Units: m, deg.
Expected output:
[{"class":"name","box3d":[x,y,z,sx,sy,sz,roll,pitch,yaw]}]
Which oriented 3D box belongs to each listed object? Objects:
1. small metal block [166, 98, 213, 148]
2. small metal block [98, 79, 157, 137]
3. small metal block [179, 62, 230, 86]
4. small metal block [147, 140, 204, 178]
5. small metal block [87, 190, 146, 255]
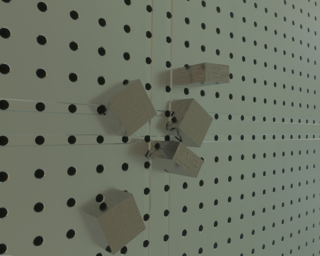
[{"class":"small metal block","box3d":[0.044,-0.007,0.445,0.050,0.025,0.050,42,65,-32]},{"class":"small metal block","box3d":[-0.038,-0.024,0.376,0.050,0.025,0.050,-41,115,-32]},{"class":"small metal block","box3d":[0.063,-0.076,0.445,0.050,0.050,0.025,-4,93,-40]},{"class":"small metal block","box3d":[0.020,0.040,0.409,0.050,0.050,0.025,39,66,-33]},{"class":"small metal block","box3d":[-0.051,0.110,0.366,0.050,0.025,0.050,-30,109,-36]}]
